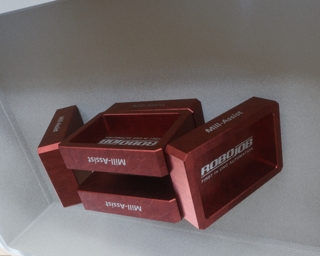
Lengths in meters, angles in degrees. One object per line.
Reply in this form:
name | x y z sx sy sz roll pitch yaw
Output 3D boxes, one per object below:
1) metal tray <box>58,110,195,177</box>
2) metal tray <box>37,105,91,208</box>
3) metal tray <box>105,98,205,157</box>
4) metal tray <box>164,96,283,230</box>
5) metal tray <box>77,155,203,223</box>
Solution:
metal tray | -0.036 0.013 0.352 0.130 0.090 0.030 0 118 28
metal tray | -0.123 0.033 0.426 0.030 0.130 0.089 -15 116 0
metal tray | -0.004 0.010 0.412 0.130 0.030 0.089 -1 118 28
metal tray | 0.073 0.033 0.322 0.030 0.131 0.089 23 134 52
metal tray | -0.022 0.066 0.378 0.130 0.090 0.030 0 118 28
